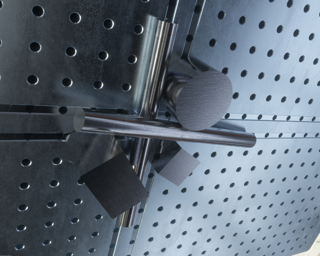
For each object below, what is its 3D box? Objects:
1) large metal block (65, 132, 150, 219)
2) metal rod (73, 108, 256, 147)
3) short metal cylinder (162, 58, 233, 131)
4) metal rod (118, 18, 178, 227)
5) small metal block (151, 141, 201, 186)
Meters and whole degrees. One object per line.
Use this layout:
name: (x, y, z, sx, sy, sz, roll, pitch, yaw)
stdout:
large metal block: (-0.063, 0.046, 0.369, 0.050, 0.080, 0.080, -31, 129, -9)
metal rod: (0.033, 0.006, 0.410, 0.302, 0.025, 0.025, 7, 115, -40)
short metal cylinder: (0.044, -0.043, 0.394, 0.081, 0.050, 0.079, -14, 125, -21)
metal rod: (-0.022, 0.012, 0.408, 0.025, 0.025, 0.298, -2, 119, -28)
small metal block: (0.024, 0.052, 0.460, 0.050, 0.025, 0.050, -48, 129, 5)
